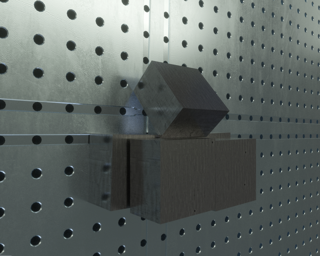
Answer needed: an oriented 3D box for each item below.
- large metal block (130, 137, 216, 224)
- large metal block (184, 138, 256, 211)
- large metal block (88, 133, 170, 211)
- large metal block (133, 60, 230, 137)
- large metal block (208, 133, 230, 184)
[{"bbox_3d":[0.015,0.051,0.339,0.081,0.050,0.079,0,90,-40],"label":"large metal block"},{"bbox_3d":[0.077,0.053,0.392,0.081,0.050,0.079,0,90,-40],"label":"large metal block"},{"bbox_3d":[-0.035,0.047,0.366,0.081,0.050,0.079,2,89,-40],"label":"large metal block"},{"bbox_3d":[0.026,-0.034,0.390,0.081,0.050,0.080,0,48,-40],"label":"large metal block"},{"bbox_3d":[0.055,0.047,0.441,0.081,0.050,0.079,-1,91,-40],"label":"large metal block"}]
